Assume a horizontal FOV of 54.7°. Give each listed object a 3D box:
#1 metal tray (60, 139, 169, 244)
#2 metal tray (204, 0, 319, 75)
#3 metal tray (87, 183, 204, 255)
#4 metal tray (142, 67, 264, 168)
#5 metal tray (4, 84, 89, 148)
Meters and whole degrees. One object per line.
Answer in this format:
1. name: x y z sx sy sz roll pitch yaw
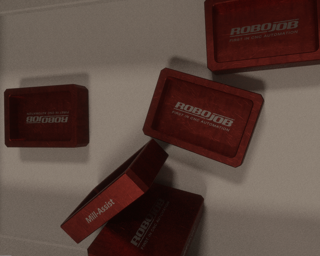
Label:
1. metal tray: -0.054 0.076 0.379 0.130 0.090 0.030 -41 95 25
2. metal tray: 0.121 -0.115 0.364 0.130 0.030 0.089 -3 89 19
3. metal tray: -0.010 0.118 0.357 0.090 0.131 0.030 12 120 19
4. metal tray: 0.052 -0.015 0.388 0.130 0.030 0.089 19 96 18
5. metal tray: -0.172 -0.016 0.466 0.130 0.030 0.089 -1 90 19
